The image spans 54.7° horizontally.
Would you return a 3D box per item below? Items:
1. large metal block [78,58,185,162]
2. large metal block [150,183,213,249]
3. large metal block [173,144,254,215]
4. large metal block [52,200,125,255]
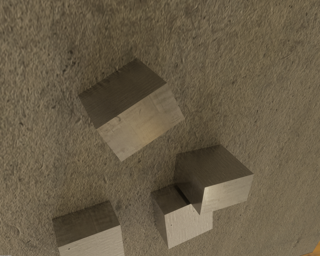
[{"bbox_3d":[-0.033,-0.023,0.339,0.080,0.080,0.050,-34,129,-6],"label":"large metal block"},{"bbox_3d":[0.036,0.132,0.492,0.081,0.050,0.079,-18,126,-18],"label":"large metal block"},{"bbox_3d":[0.076,0.073,0.457,0.081,0.080,0.050,-10,123,-23],"label":"large metal block"},{"bbox_3d":[-0.098,0.159,0.435,0.081,0.050,0.079,-15,125,-20],"label":"large metal block"}]
